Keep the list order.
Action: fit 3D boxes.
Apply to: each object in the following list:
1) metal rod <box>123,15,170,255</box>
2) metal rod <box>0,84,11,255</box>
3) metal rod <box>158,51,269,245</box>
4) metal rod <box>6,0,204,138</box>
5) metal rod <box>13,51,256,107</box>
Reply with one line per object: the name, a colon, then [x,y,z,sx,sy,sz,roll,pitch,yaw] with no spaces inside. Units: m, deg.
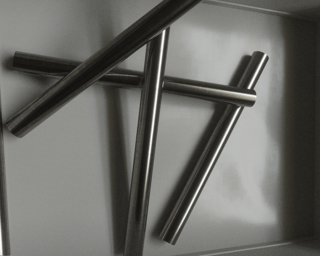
metal rod: [-0.017,0.018,0.376,0.025,0.025,0.298,4,99,-20]
metal rod: [-0.188,-0.005,0.341,0.025,0.025,0.298,-3,91,-20]
metal rod: [0.080,0.021,0.439,0.025,0.025,0.300,32,80,-17]
metal rod: [-0.043,-0.086,0.335,0.300,0.025,0.025,-36,103,6]
metal rod: [-0.019,-0.058,0.389,0.302,0.025,0.025,7,88,-15]
